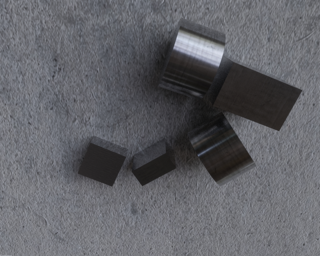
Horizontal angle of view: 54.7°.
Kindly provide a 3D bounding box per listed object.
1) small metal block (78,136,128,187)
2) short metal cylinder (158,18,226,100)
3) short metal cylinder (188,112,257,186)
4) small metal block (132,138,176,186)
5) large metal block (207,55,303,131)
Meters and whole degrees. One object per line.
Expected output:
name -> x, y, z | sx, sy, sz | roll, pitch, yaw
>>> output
small metal block -> -0.078, 0.046, 0.426 | 0.050, 0.025, 0.050 | 23, 108, -9
short metal cylinder -> 0.034, -0.077, 0.352 | 0.050, 0.080, 0.079 | 18, 109, -7
short metal cylinder -> 0.078, 0.026, 0.391 | 0.050, 0.080, 0.080 | -32, 107, 11
small metal block -> -0.008, 0.044, 0.413 | 0.050, 0.050, 0.025 | -29, 108, 10
large metal block -> 0.103, -0.046, 0.365 | 0.080, 0.080, 0.050 | 20, 109, -8
